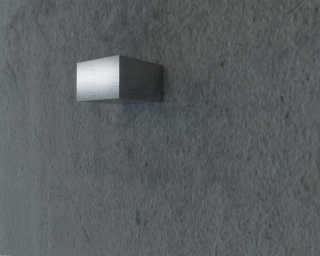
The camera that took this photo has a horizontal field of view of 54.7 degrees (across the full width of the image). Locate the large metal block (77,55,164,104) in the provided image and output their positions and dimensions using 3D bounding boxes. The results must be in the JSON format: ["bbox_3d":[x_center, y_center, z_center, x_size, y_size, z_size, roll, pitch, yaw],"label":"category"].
[{"bbox_3d":[-0.052,-0.059,0.410,0.080,0.081,0.050,1,91,39],"label":"large metal block"}]
